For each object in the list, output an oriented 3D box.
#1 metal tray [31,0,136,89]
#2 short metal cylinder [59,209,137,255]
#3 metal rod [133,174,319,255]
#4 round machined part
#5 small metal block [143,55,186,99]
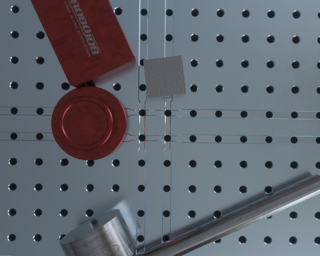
[{"bbox_3d":[-0.099,-0.128,0.410,0.090,0.030,0.129,-25,90,-1],"label":"metal tray"},{"bbox_3d":[-0.076,0.144,0.385,0.080,0.080,0.050,-25,90,0],"label":"short metal cylinder"},{"bbox_3d":[0.078,0.134,0.414,0.301,0.025,0.025,-24,90,-1],"label":"metal rod"},{"bbox_3d":[-0.093,-0.006,0.404,0.099,0.042,0.097,0,90,-1],"label":"round machined part"},{"bbox_3d":[0.006,-0.067,0.413,0.050,0.025,0.050,-7,90,-1],"label":"small metal block"}]
